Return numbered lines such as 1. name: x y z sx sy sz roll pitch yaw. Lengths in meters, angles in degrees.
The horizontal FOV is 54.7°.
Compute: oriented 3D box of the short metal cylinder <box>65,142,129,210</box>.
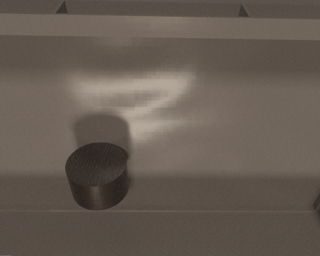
1. short metal cylinder: -0.085 0.065 0.427 0.081 0.080 0.050 0 130 -1
